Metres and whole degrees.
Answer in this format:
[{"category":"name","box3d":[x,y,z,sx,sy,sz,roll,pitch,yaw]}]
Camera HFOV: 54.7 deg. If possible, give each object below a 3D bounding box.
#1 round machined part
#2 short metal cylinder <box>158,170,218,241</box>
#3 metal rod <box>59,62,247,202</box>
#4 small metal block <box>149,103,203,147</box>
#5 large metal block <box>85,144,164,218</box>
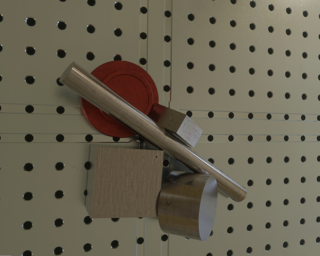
[{"category":"round machined part","box3d":[-0.047,-0.036,0.387,0.099,0.042,0.097,0,90,-21]},{"category":"short metal cylinder","box3d":[0.038,0.097,0.392,0.080,0.050,0.079,4,90,-65]},{"category":"metal rod","box3d":[0.012,0.021,0.384,0.301,0.025,0.025,36,78,-30]},{"category":"small metal block","box3d":[0.019,-0.003,0.397,0.025,0.050,0.050,-60,142,-7]},{"category":"large metal block","box3d":[-0.045,0.064,0.381,0.081,0.050,0.080,5,88,-20]}]
